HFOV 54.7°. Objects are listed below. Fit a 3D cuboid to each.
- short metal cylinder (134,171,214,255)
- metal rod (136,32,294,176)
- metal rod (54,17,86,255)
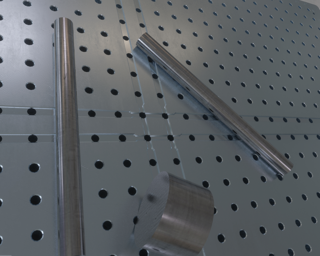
[{"bbox_3d":[0.013,0.092,0.324,0.050,0.080,0.080,24,53,-14],"label":"short metal cylinder"},{"bbox_3d":[0.083,-0.037,0.475,0.300,0.025,0.025,42,51,0],"label":"metal rod"},{"bbox_3d":[-0.107,-0.010,0.356,0.025,0.025,0.299,4,60,-27],"label":"metal rod"}]
